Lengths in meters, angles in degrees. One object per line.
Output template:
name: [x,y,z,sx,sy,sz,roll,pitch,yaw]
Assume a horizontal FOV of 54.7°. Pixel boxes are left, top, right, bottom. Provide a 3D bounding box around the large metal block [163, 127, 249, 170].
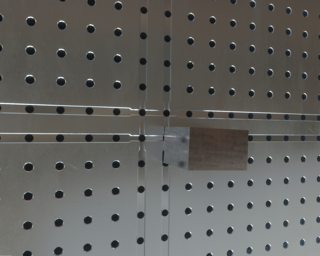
large metal block: [0.057,0.025,0.406,0.081,0.080,0.050,3,89,-20]
